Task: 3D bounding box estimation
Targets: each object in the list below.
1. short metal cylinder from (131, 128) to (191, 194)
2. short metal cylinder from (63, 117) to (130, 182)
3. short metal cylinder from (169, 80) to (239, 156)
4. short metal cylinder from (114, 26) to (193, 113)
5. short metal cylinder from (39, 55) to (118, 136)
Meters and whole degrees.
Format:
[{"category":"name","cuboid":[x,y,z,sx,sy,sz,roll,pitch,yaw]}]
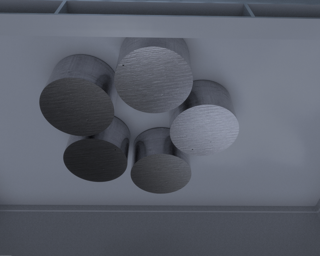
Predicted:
[{"category":"short metal cylinder","cuboid":[0.001,0.046,0.429,0.081,0.050,0.079,0,130,0]},{"category":"short metal cylinder","cuboid":[-0.082,0.027,0.412,0.081,0.050,0.079,0,130,0]},{"category":"short metal cylinder","cuboid":[0.052,-0.011,0.381,0.081,0.050,0.079,0,130,0]},{"category":"short metal cylinder","cuboid":[-0.006,-0.063,0.336,0.081,0.050,0.079,0,130,0]},{"category":"short metal cylinder","cuboid":[-0.090,-0.037,0.358,0.081,0.050,0.079,0,130,0]}]
